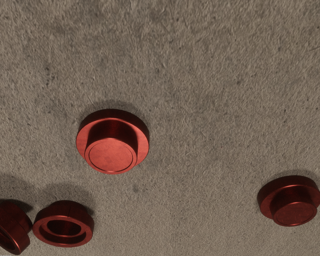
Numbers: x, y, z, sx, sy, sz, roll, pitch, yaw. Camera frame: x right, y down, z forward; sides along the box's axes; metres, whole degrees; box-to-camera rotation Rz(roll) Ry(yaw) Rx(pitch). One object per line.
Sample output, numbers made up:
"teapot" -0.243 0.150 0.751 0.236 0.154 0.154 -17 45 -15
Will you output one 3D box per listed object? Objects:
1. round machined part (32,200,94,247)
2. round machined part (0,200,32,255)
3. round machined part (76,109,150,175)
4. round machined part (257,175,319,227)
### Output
"round machined part" -0.162 0.161 0.531 0.099 0.042 0.097 -1 130 0
"round machined part" -0.250 0.158 0.510 0.098 0.042 0.097 18 132 23
"round machined part" -0.064 0.025 0.417 0.099 0.042 0.097 -1 130 0
"round machined part" 0.214 0.125 0.506 0.099 0.042 0.097 -1 130 0
